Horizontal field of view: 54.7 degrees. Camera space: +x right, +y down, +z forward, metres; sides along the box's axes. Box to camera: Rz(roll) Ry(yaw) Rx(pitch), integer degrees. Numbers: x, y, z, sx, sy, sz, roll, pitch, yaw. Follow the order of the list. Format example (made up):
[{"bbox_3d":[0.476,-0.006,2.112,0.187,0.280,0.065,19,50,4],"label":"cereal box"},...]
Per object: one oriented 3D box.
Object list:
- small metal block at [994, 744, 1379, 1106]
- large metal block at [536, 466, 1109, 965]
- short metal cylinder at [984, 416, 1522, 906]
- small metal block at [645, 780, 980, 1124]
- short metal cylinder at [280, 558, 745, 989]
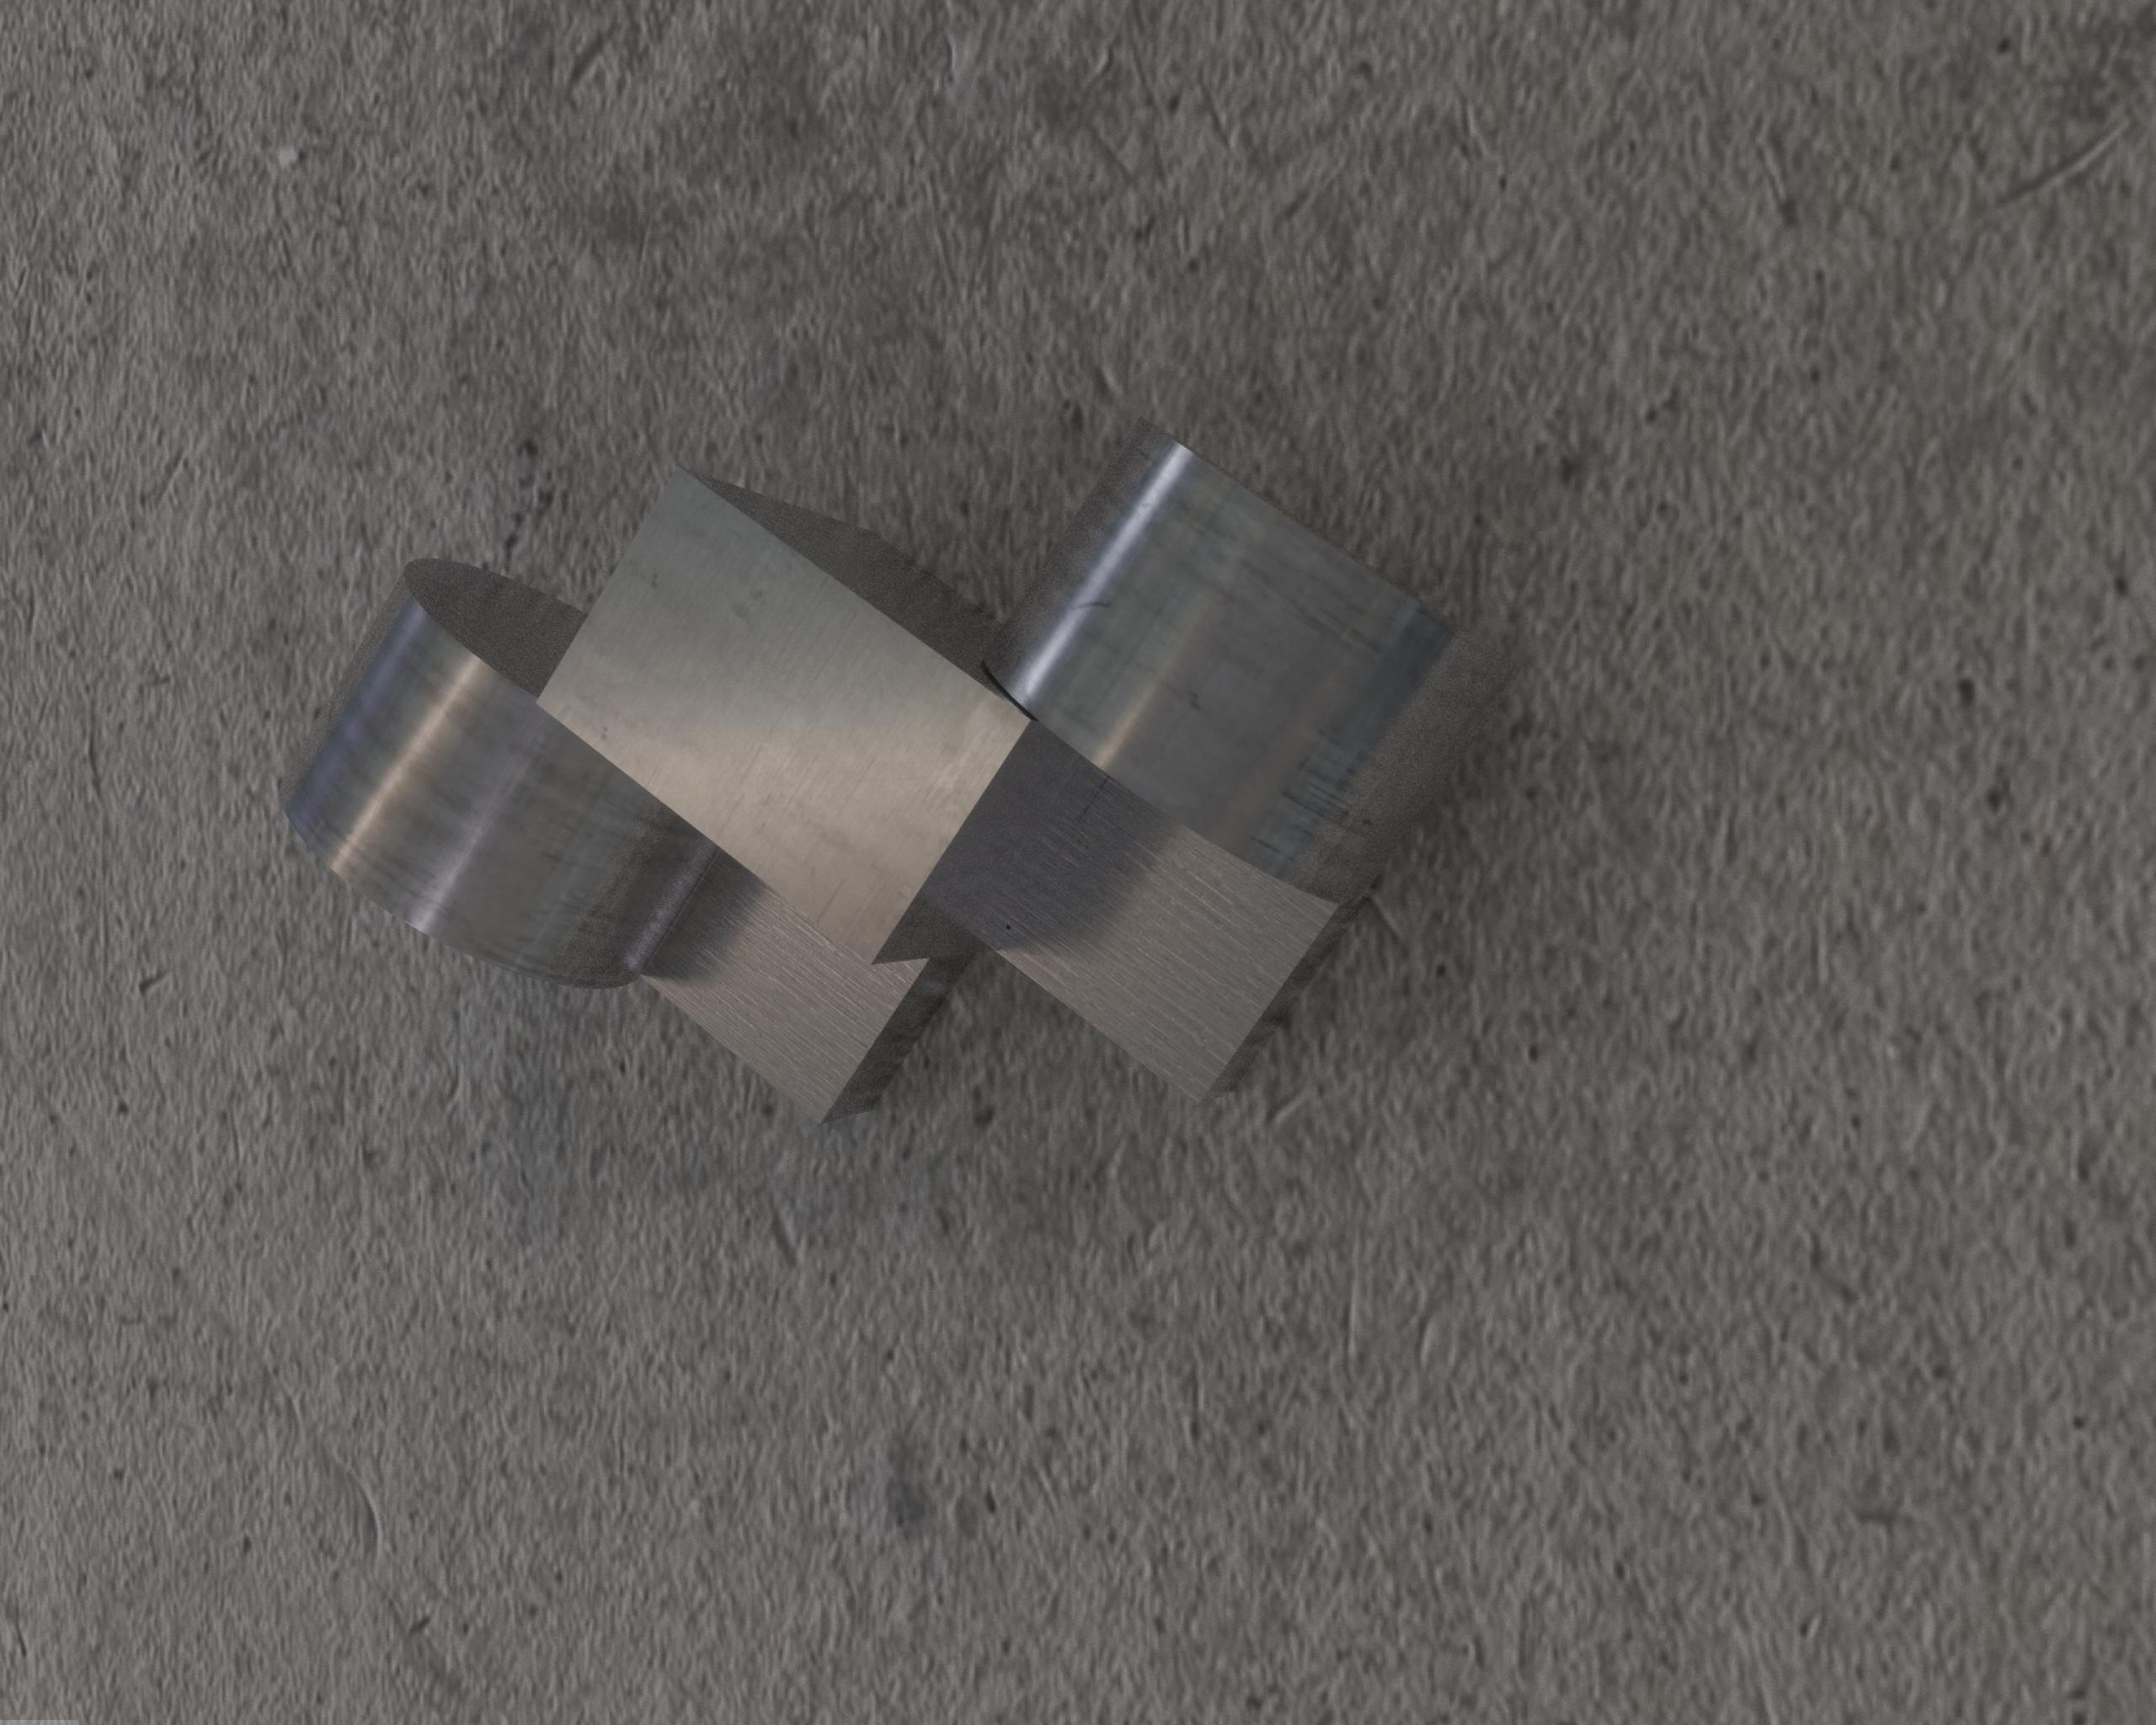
[{"bbox_3d":[0.021,0.011,0.403,0.050,0.025,0.050,37,102,16],"label":"small metal block"},{"bbox_3d":[-0.039,-0.026,0.395,0.080,0.080,0.050,37,102,16],"label":"large metal block"},{"bbox_3d":[0.031,-0.036,0.370,0.080,0.080,0.050,37,102,16],"label":"short metal cylinder"},{"bbox_3d":[-0.053,0.017,0.429,0.050,0.025,0.050,37,102,16],"label":"small metal block"},{"bbox_3d":[-0.110,-0.018,0.420,0.080,0.080,0.050,37,102,16],"label":"short metal cylinder"}]
